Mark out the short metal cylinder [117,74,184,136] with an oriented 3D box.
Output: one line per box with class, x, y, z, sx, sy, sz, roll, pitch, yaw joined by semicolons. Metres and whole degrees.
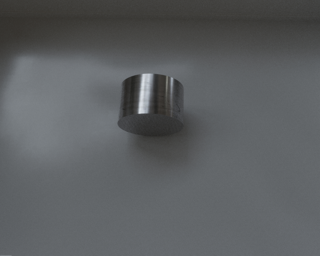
short metal cylinder;-0.011;-0.026;0.387;0.080;0.080;0.050;2;70;1
